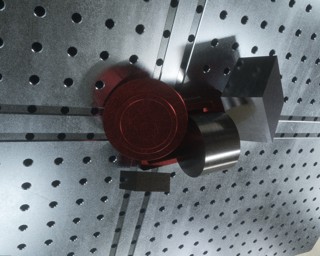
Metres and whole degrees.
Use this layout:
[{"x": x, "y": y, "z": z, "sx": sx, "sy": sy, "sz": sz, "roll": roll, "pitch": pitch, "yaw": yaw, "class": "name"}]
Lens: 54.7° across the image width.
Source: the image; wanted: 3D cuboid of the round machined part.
[{"x": -0.016, "y": -0.008, "z": 0.357, "sx": 0.099, "sy": 0.042, "sz": 0.097, "roll": -1, "pitch": 103, "yaw": -5, "class": "round machined part"}]

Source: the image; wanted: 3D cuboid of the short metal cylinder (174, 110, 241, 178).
[{"x": 0.057, "y": 0.019, "z": 0.398, "sx": 0.050, "sy": 0.080, "sz": 0.079, "roll": -9, "pitch": 123, "yaw": -25, "class": "short metal cylinder"}]

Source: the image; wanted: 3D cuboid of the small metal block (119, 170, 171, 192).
[{"x": -0.021, "y": 0.072, "z": 0.421, "sx": 0.050, "sy": 0.050, "sz": 0.025, "roll": 8, "pitch": 80, "yaw": -31, "class": "small metal block"}]

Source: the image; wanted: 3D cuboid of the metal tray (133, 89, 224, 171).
[{"x": 0.030, "y": 0.001, "z": 0.422, "sx": 0.131, "sy": 0.030, "sz": 0.089, "roll": -11, "pitch": 123, "yaw": -23, "class": "metal tray"}]

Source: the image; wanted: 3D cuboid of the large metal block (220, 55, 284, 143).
[{"x": 0.126, "y": -0.038, "z": 0.410, "sx": 0.080, "sy": 0.050, "sz": 0.080, "roll": -60, "pitch": 139, "yaw": -33, "class": "large metal block"}]
